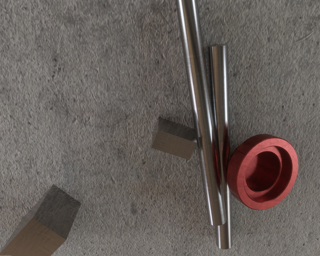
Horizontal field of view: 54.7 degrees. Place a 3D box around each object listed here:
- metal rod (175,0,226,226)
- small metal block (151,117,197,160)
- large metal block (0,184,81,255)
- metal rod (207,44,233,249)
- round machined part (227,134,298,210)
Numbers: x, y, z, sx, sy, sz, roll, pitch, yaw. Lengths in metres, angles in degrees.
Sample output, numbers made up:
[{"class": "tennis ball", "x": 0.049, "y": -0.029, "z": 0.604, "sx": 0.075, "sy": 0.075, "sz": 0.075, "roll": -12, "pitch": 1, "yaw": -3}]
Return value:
[{"class": "metal rod", "x": 0.054, "y": -0.013, "z": 0.392, "sx": 0.025, "sy": 0.025, "sz": 0.298, "roll": -9, "pitch": 105, "yaw": 3}, {"class": "small metal block", "x": 0.017, "y": 0.012, "z": 0.401, "sx": 0.050, "sy": 0.050, "sz": 0.025, "roll": 19, "pitch": 109, "yaw": -7}, {"class": "large metal block", "x": -0.163, "y": 0.139, "z": 0.429, "sx": 0.050, "sy": 0.080, "sz": 0.080, "roll": 40, "pitch": 105, "yaw": -14}, {"class": "metal rod", "x": 0.084, "y": 0.039, "z": 0.425, "sx": 0.025, "sy": 0.025, "sz": 0.298, "roll": -6, "pitch": 110, "yaw": 1}, {"class": "round machined part", "x": 0.130, "y": 0.055, "z": 0.411, "sx": 0.099, "sy": 0.042, "sz": 0.097, "roll": -5, "pitch": 104, "yaw": -22}]
